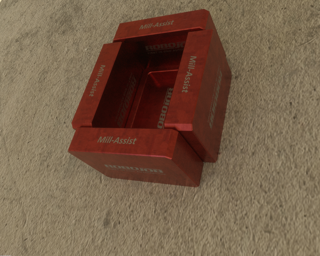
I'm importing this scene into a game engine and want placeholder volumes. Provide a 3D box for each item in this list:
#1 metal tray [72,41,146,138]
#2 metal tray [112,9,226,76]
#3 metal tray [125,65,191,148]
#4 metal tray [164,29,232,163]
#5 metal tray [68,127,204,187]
[{"bbox_3d":[-0.058,-0.038,0.415,0.030,0.090,0.130,1,62,28],"label":"metal tray"},{"bbox_3d":[0.014,-0.107,0.420,0.130,0.090,0.030,1,63,28],"label":"metal tray"},{"bbox_3d":[0.008,-0.023,0.411,0.090,0.030,0.130,1,62,28],"label":"metal tray"},{"bbox_3d":[0.050,-0.036,0.358,0.030,0.090,0.130,1,62,28],"label":"metal tray"},{"bbox_3d":[-0.026,0.034,0.355,0.130,0.090,0.030,1,63,28],"label":"metal tray"}]
